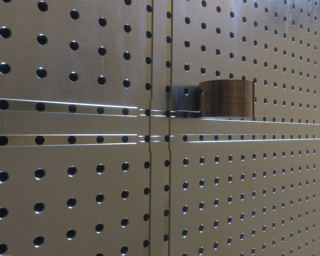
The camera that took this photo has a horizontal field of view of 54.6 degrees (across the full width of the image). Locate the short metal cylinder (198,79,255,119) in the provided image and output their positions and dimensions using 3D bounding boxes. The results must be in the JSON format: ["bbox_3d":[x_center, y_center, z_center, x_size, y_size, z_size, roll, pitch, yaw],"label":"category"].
[{"bbox_3d":[0.097,-0.040,0.453,0.081,0.080,0.050,1,90,-40],"label":"short metal cylinder"}]
